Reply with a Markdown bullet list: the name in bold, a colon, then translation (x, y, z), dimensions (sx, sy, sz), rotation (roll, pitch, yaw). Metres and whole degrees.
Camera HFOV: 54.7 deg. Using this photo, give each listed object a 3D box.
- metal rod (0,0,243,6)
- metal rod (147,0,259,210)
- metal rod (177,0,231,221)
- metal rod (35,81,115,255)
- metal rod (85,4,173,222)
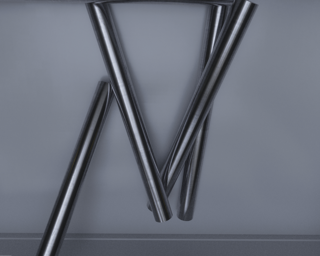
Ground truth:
- **metal rod**: translation (-0.063, -0.146, 0.329), dimensions (0.302, 0.025, 0.025), rotation (0, 110, -2)
- **metal rod**: translation (0.041, -0.007, 0.385), dimensions (0.025, 0.025, 0.298), rotation (18, 118, -7)
- **metal rod**: translation (0.054, -0.008, 0.408), dimensions (0.025, 0.025, 0.298), rotation (6, 110, -3)
- **metal rod**: translation (-0.112, 0.086, 0.375), dimensions (0.025, 0.025, 0.299), rotation (19, 83, -7)
- **metal rod**: translation (-0.036, -0.018, 0.386), dimensions (0.025, 0.025, 0.298), rotation (-15, 103, 5)
